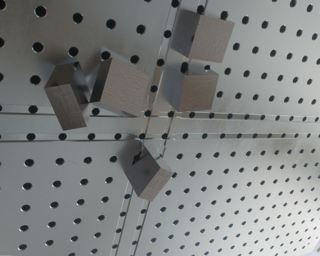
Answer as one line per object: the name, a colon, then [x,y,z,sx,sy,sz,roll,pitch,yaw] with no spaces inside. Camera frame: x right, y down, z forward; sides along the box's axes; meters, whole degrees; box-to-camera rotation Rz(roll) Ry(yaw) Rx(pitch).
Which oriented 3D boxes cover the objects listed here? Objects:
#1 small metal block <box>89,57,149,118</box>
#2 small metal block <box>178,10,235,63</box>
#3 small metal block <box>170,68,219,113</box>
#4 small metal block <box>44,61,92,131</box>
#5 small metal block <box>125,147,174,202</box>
small metal block: [-0.044,-0.043,0.345,0.050,0.025,0.050,22,76,-36]
small metal block: [0.056,-0.109,0.374,0.050,0.025,0.050,1,118,-29]
small metal block: [0.044,-0.050,0.404,0.050,0.025,0.050,-6,121,-25]
small metal block: [-0.092,-0.033,0.320,0.025,0.050,0.050,-10,126,4]
small metal block: [-0.015,0.063,0.425,0.025,0.050,0.050,29,103,-38]
